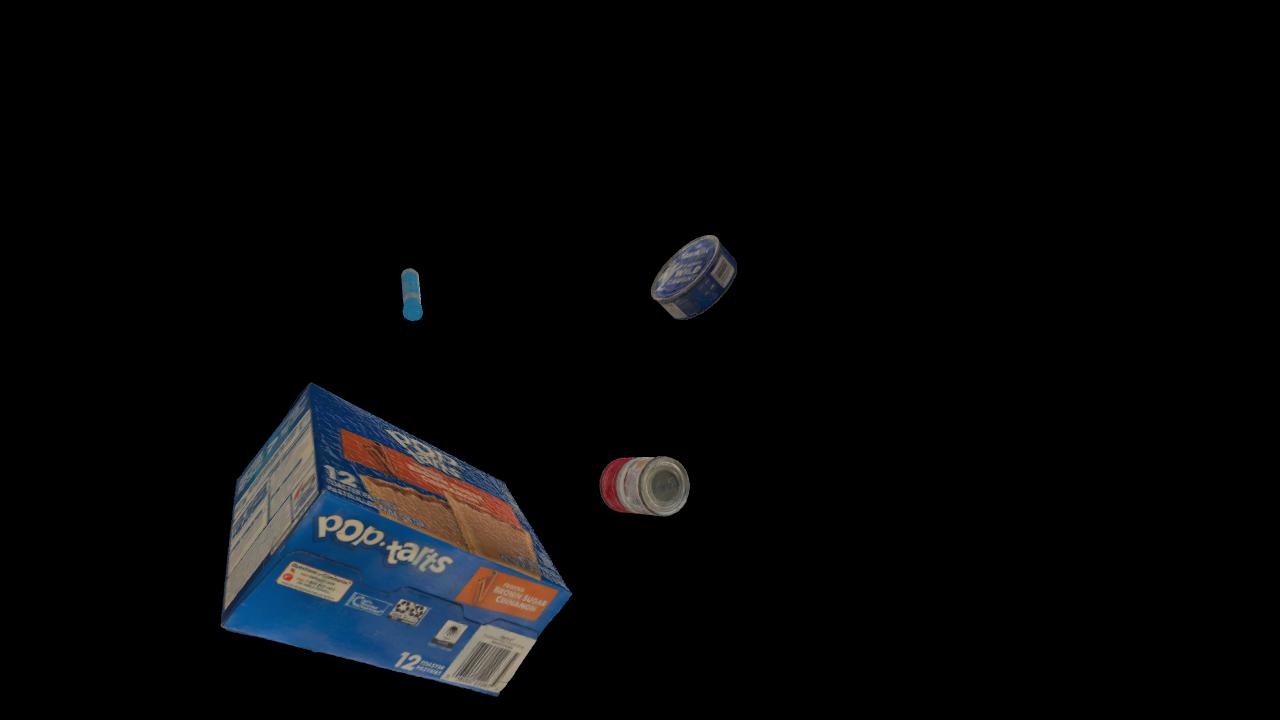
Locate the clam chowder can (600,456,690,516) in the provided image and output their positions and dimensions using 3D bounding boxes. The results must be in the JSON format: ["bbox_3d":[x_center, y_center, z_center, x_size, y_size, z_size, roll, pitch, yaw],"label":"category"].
[{"bbox_3d":[0.004,0.147,0.721,0.068,0.068,0.102,0,-9,-29],"label":"clam chowder can"}]

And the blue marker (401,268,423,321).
[{"bbox_3d":[-0.241,-0.070,0.649,0.020,0.020,0.121,0,25,-22],"label":"blue marker"}]

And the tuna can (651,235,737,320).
[{"bbox_3d":[0.053,-0.080,0.598,0.034,0.084,0.084,42,-21,-25],"label":"tuna can"}]

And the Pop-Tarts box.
[{"bbox_3d":[-0.148,0.109,0.383,0.167,0.083,0.141,39,-3,-35],"label":"Pop-Tarts box"}]
